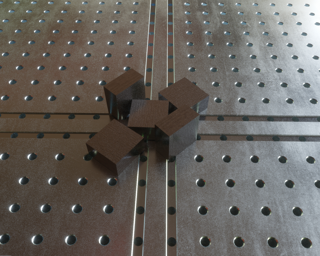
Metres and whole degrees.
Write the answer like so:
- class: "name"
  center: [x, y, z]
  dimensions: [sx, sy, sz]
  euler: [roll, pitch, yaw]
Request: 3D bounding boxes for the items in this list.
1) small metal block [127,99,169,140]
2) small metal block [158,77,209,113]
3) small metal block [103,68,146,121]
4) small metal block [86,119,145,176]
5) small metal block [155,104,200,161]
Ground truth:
- class: "small metal block"
  center: [-0.014, -0.011, 0.417]
  dimensions: [0.050, 0.025, 0.050]
  euler: [2, 49, 3]
- class: "small metal block"
  center: [0.033, -0.040, 0.441]
  dimensions: [0.050, 0.025, 0.050]
  euler: [-33, 57, -24]
- class: "small metal block"
  center: [-0.047, -0.046, 0.430]
  dimensions: [0.025, 0.050, 0.050]
  euler: [37, 60, 26]
- class: "small metal block"
  center: [-0.055, 0.023, 0.388]
  dimensions: [0.050, 0.025, 0.050]
  euler: [31, 56, 23]
- class: "small metal block"
  center: [0.021, 0.006, 0.387]
  dimensions: [0.050, 0.050, 0.025]
  euler: [-35, 58, -26]
